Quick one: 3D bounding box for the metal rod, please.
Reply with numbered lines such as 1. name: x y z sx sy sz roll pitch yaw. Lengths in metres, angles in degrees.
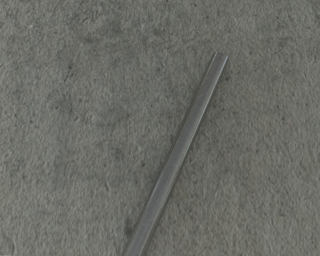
1. metal rod: 0.026 0.027 0.398 0.025 0.025 0.300 23 71 8
